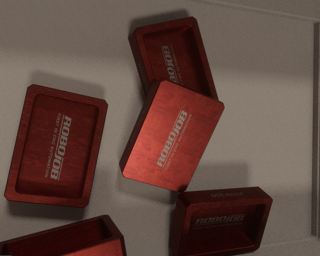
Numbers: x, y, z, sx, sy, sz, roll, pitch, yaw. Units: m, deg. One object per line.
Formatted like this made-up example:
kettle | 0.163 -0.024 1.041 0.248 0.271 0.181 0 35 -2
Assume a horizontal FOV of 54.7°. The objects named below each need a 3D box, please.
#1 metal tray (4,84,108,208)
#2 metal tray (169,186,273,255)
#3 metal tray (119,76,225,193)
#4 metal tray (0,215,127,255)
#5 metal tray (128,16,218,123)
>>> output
metal tray | -0.119 0.022 0.364 0.091 0.030 0.129 12 86 -20
metal tray | 0.083 0.130 0.424 0.131 0.030 0.089 1 110 -21
metal tray | 0.014 0.011 0.393 0.091 0.030 0.129 19 101 -20
metal tray | -0.110 0.136 0.336 0.131 0.090 0.030 -10 94 -20
metal tray | 0.020 -0.074 0.416 0.091 0.030 0.129 -19 97 -19
